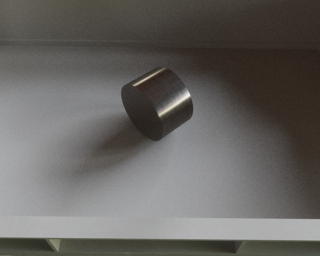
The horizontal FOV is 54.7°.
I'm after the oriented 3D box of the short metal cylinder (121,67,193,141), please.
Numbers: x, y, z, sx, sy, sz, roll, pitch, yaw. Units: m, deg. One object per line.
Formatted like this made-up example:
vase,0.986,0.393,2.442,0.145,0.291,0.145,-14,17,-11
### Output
short metal cylinder,-0.004,-0.030,0.392,0.050,0.080,0.080,-34,58,-25
